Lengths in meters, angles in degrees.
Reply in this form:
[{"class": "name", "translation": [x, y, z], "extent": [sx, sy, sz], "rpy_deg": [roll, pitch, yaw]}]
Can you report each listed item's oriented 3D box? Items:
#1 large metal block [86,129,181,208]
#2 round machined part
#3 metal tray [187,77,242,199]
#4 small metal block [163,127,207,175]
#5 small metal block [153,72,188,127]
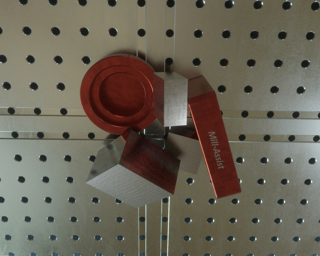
[{"class": "large metal block", "translation": [-0.034, 0.056, 0.396], "extent": [0.080, 0.050, 0.080], "rpy_deg": [34, 139, -23]}, {"class": "round machined part", "translation": [-0.046, -0.044, 0.387], "extent": [0.099, 0.042, 0.097], "rpy_deg": [0, 110, -1]}, {"class": "metal tray", "translation": [0.062, 0.009, 0.383], "extent": [0.030, 0.090, 0.129], "rpy_deg": [-17, 110, 6]}, {"class": "small metal block", "translation": [0.033, 0.030, 0.419], "extent": [0.050, 0.025, 0.050], "rpy_deg": [15, 114, 5]}, {"class": "small metal block", "translation": [0.010, -0.034, 0.344], "extent": [0.025, 0.050, 0.050], "rpy_deg": [-5, 109, -14]}]
